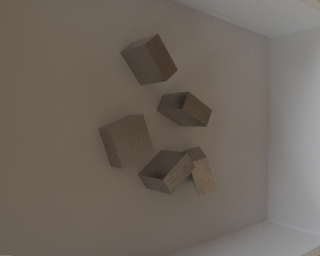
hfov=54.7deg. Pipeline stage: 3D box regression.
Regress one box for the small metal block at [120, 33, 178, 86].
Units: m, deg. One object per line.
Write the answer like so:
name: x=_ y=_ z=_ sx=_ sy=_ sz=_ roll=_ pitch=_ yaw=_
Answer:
small metal block: x=-0.014 y=-0.082 z=0.380 sx=0.025 sy=0.050 sz=0.050 roll=-47 pitch=119 yaw=-30

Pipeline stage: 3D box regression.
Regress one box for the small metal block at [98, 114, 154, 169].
small metal block: x=-0.040 y=0.015 z=0.375 sx=0.050 sy=0.025 sz=0.050 roll=-26 pitch=107 yaw=-37

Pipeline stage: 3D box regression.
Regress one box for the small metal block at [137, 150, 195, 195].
small metal block: x=0.008 y=0.055 z=0.399 sx=0.050 sy=0.050 sz=0.025 roll=-44 pitch=117 yaw=-31

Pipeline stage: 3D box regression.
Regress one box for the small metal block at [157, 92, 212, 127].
small metal block: x=0.033 y=-0.024 z=0.420 sx=0.050 sy=0.050 sz=0.025 roll=33 pitch=70 yaw=-36

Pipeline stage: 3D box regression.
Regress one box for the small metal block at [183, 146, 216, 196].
small metal block: x=0.055 y=0.059 z=0.435 sx=0.025 sy=0.050 sz=0.050 roll=-18 pitch=104 yaw=-1
